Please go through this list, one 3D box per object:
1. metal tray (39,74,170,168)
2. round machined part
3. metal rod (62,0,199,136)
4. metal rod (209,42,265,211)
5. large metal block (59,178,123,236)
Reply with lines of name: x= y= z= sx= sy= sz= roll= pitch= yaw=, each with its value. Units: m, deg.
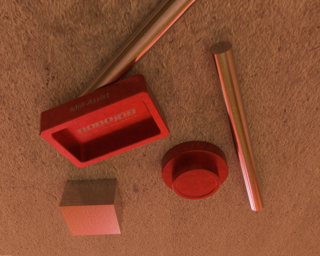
metal tray: x=-0.063 y=-0.004 z=0.375 sx=0.130 sy=0.030 sz=0.090 roll=-21 pitch=142 yaw=7
round machined part: x=0.052 y=0.068 z=0.455 sx=0.099 sy=0.042 sz=0.097 roll=-1 pitch=130 yaw=0
metal rod: x=-0.037 y=-0.077 z=0.341 sx=0.025 sy=0.025 sz=0.299 roll=35 pitch=122 yaw=-26
metal rod: x=0.114 y=0.021 z=0.426 sx=0.025 sy=0.025 sz=0.299 roll=-15 pitch=129 yaw=12
large metal block: x=-0.106 y=0.128 z=0.498 sx=0.081 sy=0.050 sz=0.079 roll=-2 pitch=130 yaw=1
